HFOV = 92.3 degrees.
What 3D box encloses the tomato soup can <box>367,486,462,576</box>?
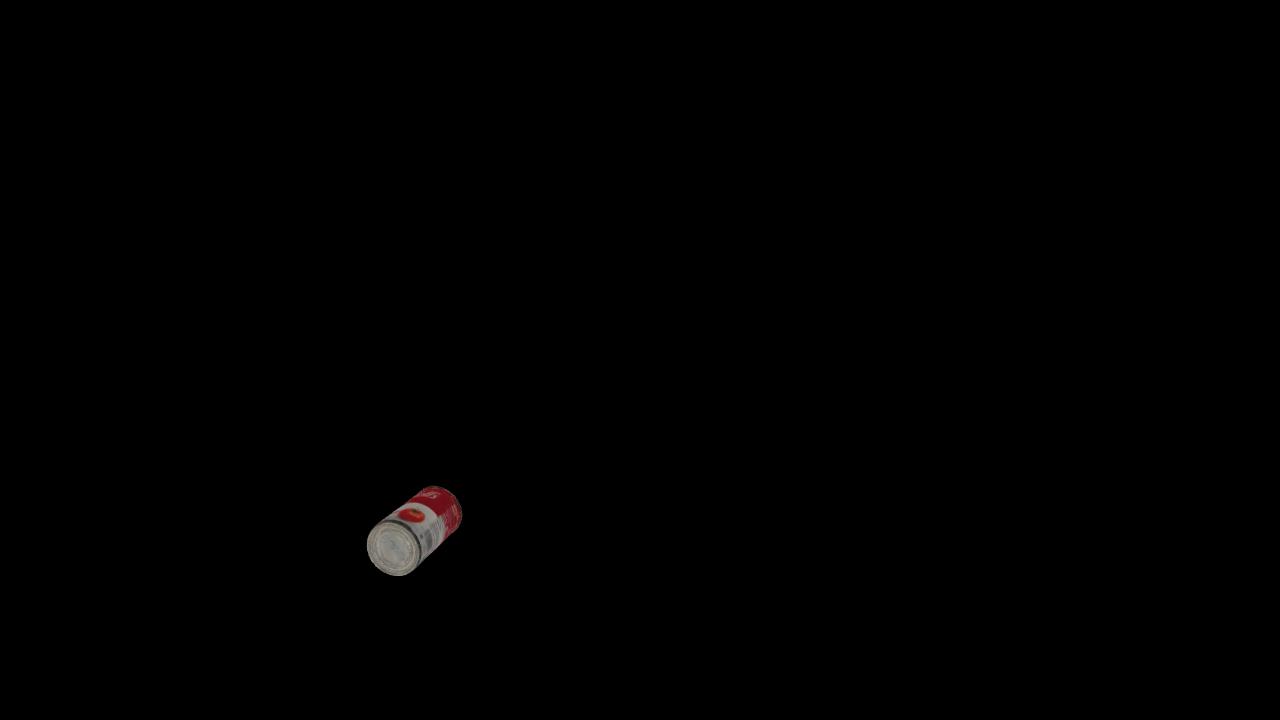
[{"bbox_3d":[-0.263,0.200,0.724,0.068,0.068,0.101,0,12,11],"label":"tomato soup can"}]
